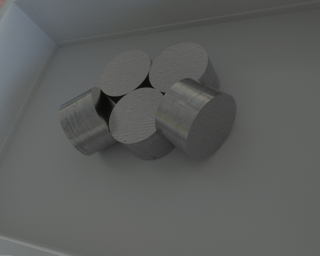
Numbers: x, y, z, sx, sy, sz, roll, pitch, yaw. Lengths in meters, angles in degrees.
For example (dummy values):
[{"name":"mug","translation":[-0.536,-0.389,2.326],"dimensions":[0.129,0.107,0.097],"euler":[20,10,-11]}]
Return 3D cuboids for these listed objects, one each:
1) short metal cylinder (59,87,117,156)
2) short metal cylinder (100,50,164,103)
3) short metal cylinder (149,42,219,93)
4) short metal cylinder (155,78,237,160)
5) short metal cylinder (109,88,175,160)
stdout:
[{"name":"short metal cylinder","translation":[-0.090,-0.009,0.422],"dimensions":[0.050,0.080,0.080],"euler":[-27,52,11]},{"name":"short metal cylinder","translation":[-0.039,-0.066,0.449],"dimensions":[0.080,0.050,0.080],"euler":[-13,56,21]},{"name":"short metal cylinder","translation":[0.033,-0.066,0.411],"dimensions":[0.080,0.050,0.080],"euler":[-13,56,21]},{"name":"short metal cylinder","translation":[0.041,-0.011,0.353],"dimensions":[0.050,0.080,0.080],"euler":[33,81,38]},{"name":"short metal cylinder","translation":[-0.018,-0.005,0.400],"dimensions":[0.080,0.050,0.080],"euler":[-13,56,21]}]
